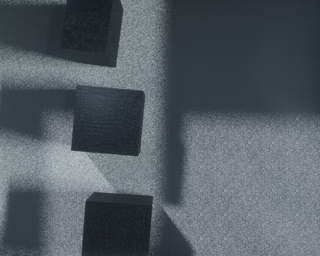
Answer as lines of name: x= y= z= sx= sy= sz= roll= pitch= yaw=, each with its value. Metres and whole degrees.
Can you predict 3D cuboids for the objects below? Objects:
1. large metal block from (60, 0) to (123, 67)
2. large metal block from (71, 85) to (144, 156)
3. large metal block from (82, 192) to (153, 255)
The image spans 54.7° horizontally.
large metal block: x=-0.080 y=-0.125 z=0.383 sx=0.050 sy=0.080 sz=0.080 roll=8 pitch=90 yaw=0
large metal block: x=-0.064 y=-0.009 z=0.398 sx=0.080 sy=0.050 sz=0.080 roll=5 pitch=90 yaw=0
large metal block: x=-0.052 y=0.130 z=0.398 sx=0.080 sy=0.050 sz=0.080 roll=4 pitch=90 yaw=0
